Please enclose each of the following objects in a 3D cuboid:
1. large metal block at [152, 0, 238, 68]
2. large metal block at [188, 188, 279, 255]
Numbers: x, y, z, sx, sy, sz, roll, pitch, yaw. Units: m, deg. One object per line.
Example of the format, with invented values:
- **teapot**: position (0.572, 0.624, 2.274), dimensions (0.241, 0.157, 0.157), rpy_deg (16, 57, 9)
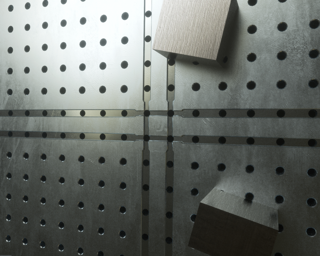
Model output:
- **large metal block**: position (0.045, -0.125, 0.384), dimensions (0.080, 0.050, 0.080), rpy_deg (15, 95, 19)
- **large metal block**: position (0.086, 0.112, 0.353), dimensions (0.080, 0.080, 0.050), rpy_deg (16, 96, 19)
